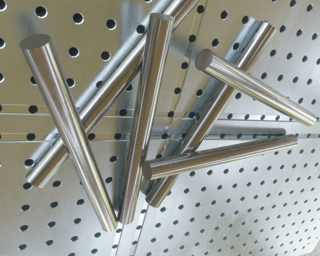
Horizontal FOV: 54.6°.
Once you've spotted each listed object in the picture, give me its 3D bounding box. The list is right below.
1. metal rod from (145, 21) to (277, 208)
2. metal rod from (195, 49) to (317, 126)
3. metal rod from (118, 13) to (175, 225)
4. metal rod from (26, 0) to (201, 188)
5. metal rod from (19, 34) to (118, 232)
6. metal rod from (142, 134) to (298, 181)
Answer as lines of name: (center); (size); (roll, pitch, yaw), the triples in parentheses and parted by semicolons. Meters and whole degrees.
metal rod: (0.065, -0.010, 0.439); (0.025, 0.025, 0.299); (22, 107, -36)
metal rod: (0.155, -0.045, 0.442); (0.302, 0.025, 0.025); (16, 110, -43)
metal rod: (-0.025, 0.013, 0.385); (0.025, 0.025, 0.298); (-6, 127, -26)
metal rod: (-0.050, -0.050, 0.352); (0.299, 0.025, 0.025); (-49, 129, 6)
metal rod: (-0.088, 0.036, 0.355); (0.025, 0.025, 0.299); (-22, 136, -15)
metal rod: (0.109, 0.038, 0.470); (0.302, 0.025, 0.025); (-7, 122, -33)
